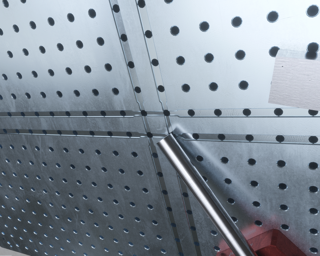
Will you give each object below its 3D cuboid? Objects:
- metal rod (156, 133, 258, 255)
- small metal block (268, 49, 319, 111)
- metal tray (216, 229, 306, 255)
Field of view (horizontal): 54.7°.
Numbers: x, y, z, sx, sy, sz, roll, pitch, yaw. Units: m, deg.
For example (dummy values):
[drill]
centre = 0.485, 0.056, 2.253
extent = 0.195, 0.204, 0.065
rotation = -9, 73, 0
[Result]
[metal rod]
centre = 0.091, 0.136, 0.417
extent = 0.025, 0.025, 0.299
rotation = -35, 90, 38
[small metal block]
centre = 0.139, -0.048, 0.308
extent = 0.050, 0.025, 0.050
rotation = 12, 124, 21
[metal tray]
centre = 0.152, 0.211, 0.458
extent = 0.090, 0.030, 0.129
rotation = 43, 129, -2
